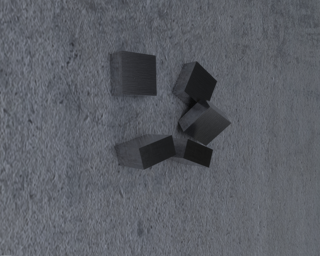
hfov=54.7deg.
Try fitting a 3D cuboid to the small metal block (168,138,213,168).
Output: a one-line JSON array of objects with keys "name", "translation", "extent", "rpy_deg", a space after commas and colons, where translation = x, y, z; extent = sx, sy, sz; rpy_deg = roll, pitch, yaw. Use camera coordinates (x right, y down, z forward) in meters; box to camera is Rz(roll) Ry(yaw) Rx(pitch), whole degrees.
[{"name": "small metal block", "translation": [0.034, 0.033, 0.416], "extent": [0.050, 0.050, 0.025], "rpy_deg": [23, 76, -38]}]

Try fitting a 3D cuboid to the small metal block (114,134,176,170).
[{"name": "small metal block", "translation": [-0.018, 0.027, 0.373], "extent": [0.050, 0.050, 0.025], "rpy_deg": [-21, 103, -38]}]

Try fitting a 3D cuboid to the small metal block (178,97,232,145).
[{"name": "small metal block", "translation": [0.064, -0.008, 0.440], "extent": [0.050, 0.025, 0.050], "rpy_deg": [32, 112, -36]}]

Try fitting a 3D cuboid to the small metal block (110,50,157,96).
[{"name": "small metal block", "translation": [-0.032, -0.064, 0.377], "extent": [0.050, 0.025, 0.050], "rpy_deg": [-2, 92, -40]}]

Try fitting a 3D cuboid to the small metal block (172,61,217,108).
[{"name": "small metal block", "translation": [0.051, -0.059, 0.447], "extent": [0.050, 0.025, 0.050], "rpy_deg": [36, 68, -34]}]
